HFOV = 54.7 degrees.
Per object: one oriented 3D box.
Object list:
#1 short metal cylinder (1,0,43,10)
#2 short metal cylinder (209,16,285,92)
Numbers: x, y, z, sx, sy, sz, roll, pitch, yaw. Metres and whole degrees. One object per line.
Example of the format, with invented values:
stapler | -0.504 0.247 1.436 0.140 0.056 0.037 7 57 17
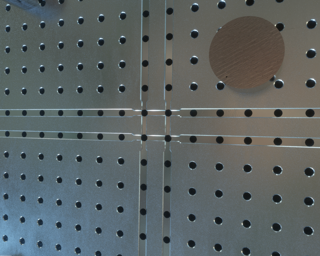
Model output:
short metal cylinder | -0.221 -0.230 0.475 0.080 0.050 0.079 0 90 19
short metal cylinder | 0.102 -0.083 0.363 0.080 0.050 0.079 0 90 19
